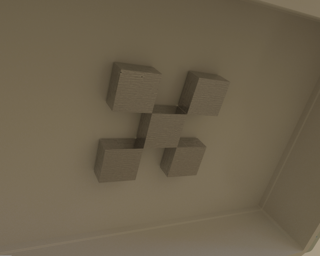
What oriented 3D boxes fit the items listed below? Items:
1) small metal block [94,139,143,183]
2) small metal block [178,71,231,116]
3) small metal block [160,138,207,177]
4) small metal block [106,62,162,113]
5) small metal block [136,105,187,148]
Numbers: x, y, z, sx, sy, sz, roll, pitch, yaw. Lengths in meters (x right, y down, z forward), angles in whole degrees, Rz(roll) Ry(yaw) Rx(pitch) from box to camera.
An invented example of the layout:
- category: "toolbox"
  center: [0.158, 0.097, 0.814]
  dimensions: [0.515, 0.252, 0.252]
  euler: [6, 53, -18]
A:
- category: "small metal block"
  center: [-0.054, 0.042, 0.402]
  dimensions: [0.050, 0.025, 0.050]
  euler: [1, 118, -29]
- category: "small metal block"
  center: [0.058, -0.045, 0.409]
  dimensions: [0.050, 0.025, 0.050]
  euler: [2, 117, -30]
- category: "small metal block"
  center: [0.033, 0.042, 0.450]
  dimensions: [0.050, 0.025, 0.050]
  euler: [1, 118, -29]
- category: "small metal block"
  center: [-0.031, -0.046, 0.361]
  dimensions: [0.050, 0.025, 0.050]
  euler: [1, 118, -29]
- category: "small metal block"
  center: [0.002, -0.002, 0.405]
  dimensions: [0.050, 0.025, 0.050]
  euler: [0, 118, -29]
